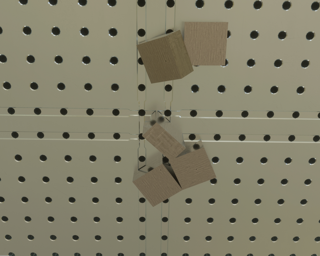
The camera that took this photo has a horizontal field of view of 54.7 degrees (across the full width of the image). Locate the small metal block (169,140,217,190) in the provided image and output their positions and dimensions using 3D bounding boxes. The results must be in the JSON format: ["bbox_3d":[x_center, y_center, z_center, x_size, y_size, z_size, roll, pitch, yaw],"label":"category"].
[{"bbox_3d":[0.045,0.052,0.433,0.050,0.025,0.050,-22,109,7],"label":"small metal block"}]

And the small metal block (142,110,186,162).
[{"bbox_3d":[0.005,0.009,0.404,0.050,0.050,0.025,42,105,-14],"label":"small metal block"}]

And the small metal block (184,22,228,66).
[{"bbox_3d":[0.053,-0.103,0.376,0.050,0.025,0.050,0,110,-1],"label":"small metal block"}]

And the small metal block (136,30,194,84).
[{"bbox_3d":[0.006,-0.083,0.368,0.050,0.025,0.050,-1,118,45],"label":"small metal block"}]

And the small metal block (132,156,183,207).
[{"bbox_3d":[-0.003,0.076,0.442,0.050,0.025,0.050,-33,107,11],"label":"small metal block"}]
